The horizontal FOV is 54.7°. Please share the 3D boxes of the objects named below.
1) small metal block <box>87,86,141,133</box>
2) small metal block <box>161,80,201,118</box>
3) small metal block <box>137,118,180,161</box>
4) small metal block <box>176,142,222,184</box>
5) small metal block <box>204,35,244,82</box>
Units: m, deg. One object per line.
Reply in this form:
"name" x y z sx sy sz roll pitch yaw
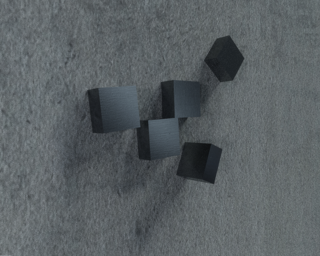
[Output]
"small metal block" -0.053 -0.022 0.362 0.050 0.025 0.050 -10 97 -40
"small metal block" 0.030 -0.039 0.432 0.050 0.025 0.050 -4 92 -40
"small metal block" -0.002 0.013 0.405 0.050 0.025 0.050 -7 95 -40
"small metal block" 0.055 0.048 0.437 0.025 0.050 0.050 27 73 -37
"small metal block" 0.103 -0.110 0.494 0.050 0.025 0.050 45 63 -31
